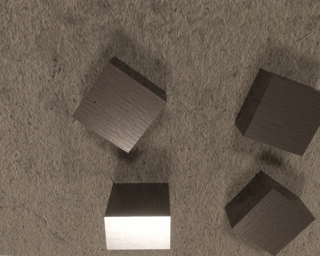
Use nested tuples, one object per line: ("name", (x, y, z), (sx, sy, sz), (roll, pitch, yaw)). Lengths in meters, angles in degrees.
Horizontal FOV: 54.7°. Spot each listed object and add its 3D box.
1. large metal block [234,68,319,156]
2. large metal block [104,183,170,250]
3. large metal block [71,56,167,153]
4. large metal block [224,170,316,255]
("large metal block", (0.153, -0.021, 0.391), (0.080, 0.050, 0.079), (18, 109, -7))
("large metal block", (-0.028, 0.118, 0.424), (0.081, 0.080, 0.050), (0, 110, 0))
("large metal block", (-0.048, -0.030, 0.385), (0.080, 0.050, 0.080), (34, 106, -12))
("large metal block", (0.154, 0.122, 0.444), (0.080, 0.050, 0.080), (35, 106, -12))
